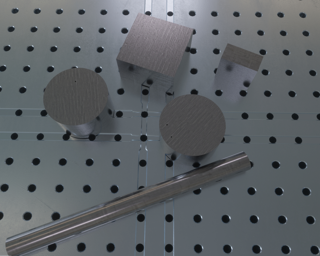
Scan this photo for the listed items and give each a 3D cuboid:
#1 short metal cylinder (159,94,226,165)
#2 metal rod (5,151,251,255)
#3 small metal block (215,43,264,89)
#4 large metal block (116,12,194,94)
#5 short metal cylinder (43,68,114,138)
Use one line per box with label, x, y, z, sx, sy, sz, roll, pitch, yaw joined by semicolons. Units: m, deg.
short metal cylinder;0.039;0.003;0.398;0.081;0.050;0.080;0;70;0
metal rod;-0.031;0.090;0.378;0.302;0.025;0.025;-19;71;-7
small metal block;0.108;-0.085;0.430;0.050;0.050;0.025;23;72;8
large metal block;-0.006;-0.104;0.437;0.080;0.050;0.080;19;71;6
short metal cylinder;-0.105;-0.032;0.409;0.081;0.050;0.080;0;70;0
